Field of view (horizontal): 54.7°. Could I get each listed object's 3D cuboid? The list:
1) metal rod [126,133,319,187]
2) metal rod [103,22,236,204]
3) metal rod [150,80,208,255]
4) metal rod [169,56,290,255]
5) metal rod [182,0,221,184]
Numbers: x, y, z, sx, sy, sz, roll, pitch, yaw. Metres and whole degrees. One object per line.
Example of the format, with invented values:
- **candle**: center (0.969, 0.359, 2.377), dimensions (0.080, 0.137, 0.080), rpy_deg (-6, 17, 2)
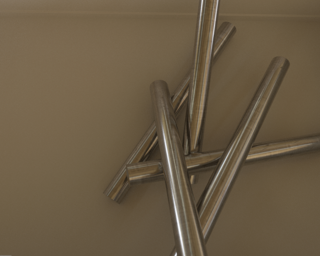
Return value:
- **metal rod**: center (0.110, 0.032, 0.376), dimensions (0.302, 0.025, 0.025), rpy_deg (-8, 70, -13)
- **metal rod**: center (0.022, -0.032, 0.421), dimensions (0.025, 0.025, 0.300), rpy_deg (31, 73, 10)
- **metal rod**: center (0.017, 0.049, 0.313), dimensions (0.025, 0.025, 0.300), rpy_deg (-7, 45, -3)
- **metal rod**: center (0.090, 0.020, 0.349), dimensions (0.025, 0.025, 0.301), rpy_deg (29, 60, 10)
- **metal rod**: center (0.051, -0.081, 0.375), dimensions (0.025, 0.025, 0.298), rpy_deg (6, 95, 2)
